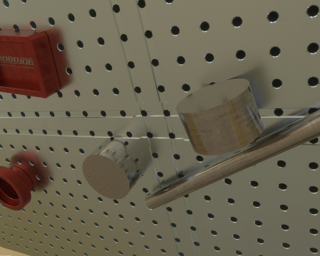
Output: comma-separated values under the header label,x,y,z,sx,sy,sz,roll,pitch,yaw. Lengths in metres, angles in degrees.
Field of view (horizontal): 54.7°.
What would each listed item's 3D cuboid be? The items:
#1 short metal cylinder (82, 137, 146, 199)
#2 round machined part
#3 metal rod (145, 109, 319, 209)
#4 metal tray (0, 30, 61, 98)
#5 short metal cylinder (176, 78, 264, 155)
label,x,y,z,sx,sy,sz,roll,pitch,yaw
short metal cylinder,-0.069,0.060,0.469,0.080,0.050,0.079,13,124,21
round machined part,-0.301,0.117,0.632,0.098,0.042,0.097,13,124,21
metal rod,0.084,0.050,0.397,0.299,0.025,0.025,-34,99,38
metal tray,-0.218,-0.097,0.462,0.130,0.030,0.089,9,123,23
short metal cylinder,0.064,-0.013,0.334,0.080,0.080,0.050,-11,113,33
